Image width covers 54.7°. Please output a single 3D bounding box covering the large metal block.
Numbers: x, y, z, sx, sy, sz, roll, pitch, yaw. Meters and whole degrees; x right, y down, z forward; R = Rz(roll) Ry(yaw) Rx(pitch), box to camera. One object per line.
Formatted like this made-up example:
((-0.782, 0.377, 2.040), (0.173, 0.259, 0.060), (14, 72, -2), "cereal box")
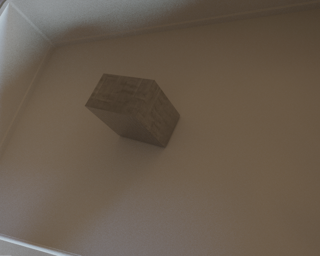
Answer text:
((-0.033, -0.022, 0.397), (0.080, 0.080, 0.050), (13, 69, 33), "large metal block")
